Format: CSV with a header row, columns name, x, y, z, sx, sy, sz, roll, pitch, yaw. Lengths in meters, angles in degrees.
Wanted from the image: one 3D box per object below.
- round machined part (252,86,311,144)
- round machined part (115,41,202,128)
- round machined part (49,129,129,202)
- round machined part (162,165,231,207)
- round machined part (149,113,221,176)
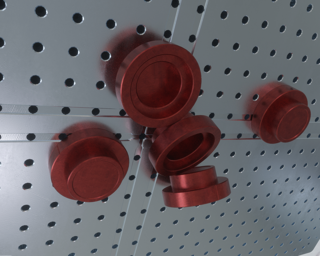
name,x,y,z,sx,sy,sz,roll,pitch,yaw
round machined part,0.201,-0.015,0.499,0.099,0.042,0.097,-14,124,-21
round machined part,-0.005,-0.053,0.361,0.099,0.042,0.097,-11,119,-21
round machined part,-0.084,0.053,0.386,0.099,0.042,0.097,-14,124,-21
round machined part,0.051,0.082,0.454,0.099,0.098,0.042,-10,87,-23
round machined part,0.029,0.017,0.413,0.099,0.042,0.098,-23,146,-16
